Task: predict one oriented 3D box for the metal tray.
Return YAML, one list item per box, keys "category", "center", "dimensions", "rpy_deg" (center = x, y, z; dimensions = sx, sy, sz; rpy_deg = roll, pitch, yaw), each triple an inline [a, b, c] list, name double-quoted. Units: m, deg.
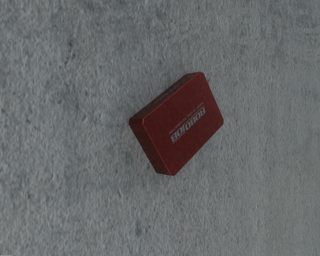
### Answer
- category: "metal tray"
  center: [0.028, -0.008, 0.428]
  dimensions: [0.131, 0.030, 0.090]
  rpy_deg: [-42, 116, -32]
